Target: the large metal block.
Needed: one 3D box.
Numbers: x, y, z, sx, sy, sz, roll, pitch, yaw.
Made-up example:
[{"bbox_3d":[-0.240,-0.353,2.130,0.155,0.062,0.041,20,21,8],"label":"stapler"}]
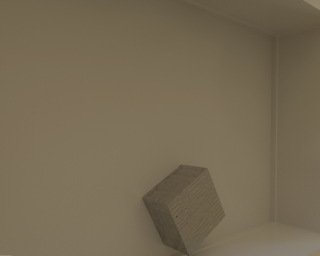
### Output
[{"bbox_3d":[0.034,0.107,0.418,0.080,0.050,0.080,-35,112,-34],"label":"large metal block"}]
